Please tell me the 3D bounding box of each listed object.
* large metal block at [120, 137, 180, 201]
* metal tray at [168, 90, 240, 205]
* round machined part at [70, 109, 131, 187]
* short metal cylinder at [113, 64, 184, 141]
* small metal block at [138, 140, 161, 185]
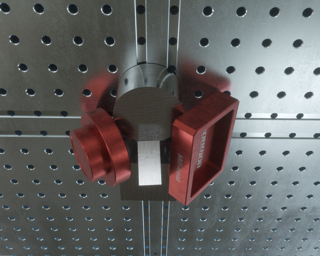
[{"bbox_3d":[-0.015,0.060,0.446,0.081,0.050,0.079,2,130,-2],"label":"large metal block"},{"bbox_3d":[0.054,0.027,0.394,0.030,0.091,0.129,32,139,31],"label":"metal tray"},{"bbox_3d":[-0.078,0.028,0.381,0.042,0.098,0.097,-22,136,-26],"label":"round machined part"},{"bbox_3d":[-0.013,-0.029,0.369,0.081,0.050,0.079,0,130,0],"label":"short metal cylinder"},{"bbox_3d":[-0.013,0.043,0.376,0.025,0.050,0.050,-2,172,-2],"label":"small metal block"}]
